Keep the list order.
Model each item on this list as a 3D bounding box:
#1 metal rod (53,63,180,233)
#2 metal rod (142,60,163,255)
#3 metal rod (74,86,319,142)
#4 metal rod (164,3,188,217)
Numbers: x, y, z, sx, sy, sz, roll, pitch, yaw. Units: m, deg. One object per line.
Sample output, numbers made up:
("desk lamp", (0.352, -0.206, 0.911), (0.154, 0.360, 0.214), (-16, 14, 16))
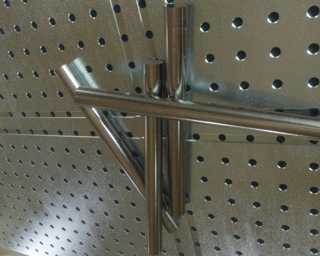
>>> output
("metal rod", (-0.058, 0.038, 0.465), (0.025, 0.025, 0.299), (-23, 106, 36))
("metal rod", (-0.009, 0.057, 0.430), (0.025, 0.025, 0.298), (11, 117, 22))
("metal rod", (0.045, -0.017, 0.349), (0.301, 0.025, 0.025), (9, 123, 13))
("metal rod", (0.021, 0.000, 0.400), (0.025, 0.025, 0.298), (12, 124, 22))
